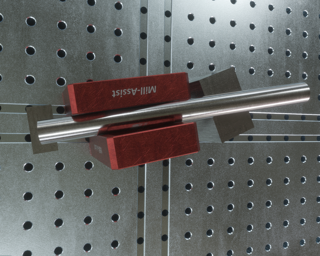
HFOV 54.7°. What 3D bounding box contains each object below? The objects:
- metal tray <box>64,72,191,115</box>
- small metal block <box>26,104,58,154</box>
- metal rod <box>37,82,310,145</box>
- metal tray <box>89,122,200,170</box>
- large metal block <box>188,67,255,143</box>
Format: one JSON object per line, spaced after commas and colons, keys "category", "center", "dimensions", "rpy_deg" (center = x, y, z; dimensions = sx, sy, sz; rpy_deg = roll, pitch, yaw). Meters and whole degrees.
{"category": "metal tray", "center": [-0.042, -0.039, 0.362], "dimensions": [0.131, 0.090, 0.030], "rpy_deg": [-10, 95, -20]}
{"category": "small metal block", "center": [-0.133, 0.001, 0.350], "dimensions": [0.025, 0.050, 0.050], "rpy_deg": [-9, 93, -20]}
{"category": "metal rod", "center": [0.025, -0.019, 0.343], "dimensions": [0.302, 0.025, 0.025], "rpy_deg": [-9, 94, -11]}
{"category": "metal tray", "center": [-0.025, 0.015, 0.348], "dimensions": [0.091, 0.130, 0.030], "rpy_deg": [-10, 94, -20]}
{"category": "large metal block", "center": [0.067, -0.028, 0.408], "dimensions": [0.050, 0.080, 0.080], "rpy_deg": [-24, 98, -19]}
